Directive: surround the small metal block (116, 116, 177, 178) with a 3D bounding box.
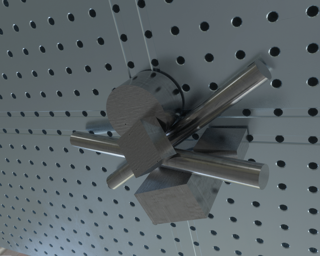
[{"bbox_3d":[-0.017,0.022,0.353,0.050,0.025,0.050,-41,73,39],"label":"small metal block"}]

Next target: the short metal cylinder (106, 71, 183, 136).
[{"bbox_3d":[-0.019,-0.025,0.385,0.080,0.050,0.079,13,123,21],"label":"short metal cylinder"}]

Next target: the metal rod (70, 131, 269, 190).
[{"bbox_3d":[-0.016,0.032,0.389,0.300,0.025,0.025,7,123,40],"label":"metal rod"}]

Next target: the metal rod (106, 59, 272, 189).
[{"bbox_3d":[0.015,0.014,0.408,0.025,0.025,0.299,47,129,-5],"label":"metal rod"}]

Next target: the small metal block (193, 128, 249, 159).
[{"bbox_3d":[0.073,0.023,0.366,0.050,0.050,0.025,1,119,29],"label":"small metal block"}]

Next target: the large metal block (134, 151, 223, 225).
[{"bbox_3d":[0.027,0.074,0.401,0.080,0.080,0.050,-19,108,35],"label":"large metal block"}]
